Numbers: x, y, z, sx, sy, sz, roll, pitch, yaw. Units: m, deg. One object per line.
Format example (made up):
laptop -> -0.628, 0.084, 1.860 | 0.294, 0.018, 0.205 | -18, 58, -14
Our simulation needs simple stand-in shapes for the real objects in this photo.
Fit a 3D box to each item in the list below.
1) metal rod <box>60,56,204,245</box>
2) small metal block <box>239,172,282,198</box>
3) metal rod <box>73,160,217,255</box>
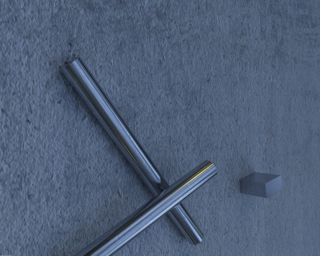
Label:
metal rod -> -0.021, 0.045, 0.388 | 0.025, 0.025, 0.299 | -48, 119, -29
small metal block -> 0.175, 0.098, 0.539 | 0.050, 0.050, 0.025 | -13, 99, -40
metal rod -> -0.046, 0.121, 0.346 | 0.302, 0.025, 0.025 | -31, 110, -29
